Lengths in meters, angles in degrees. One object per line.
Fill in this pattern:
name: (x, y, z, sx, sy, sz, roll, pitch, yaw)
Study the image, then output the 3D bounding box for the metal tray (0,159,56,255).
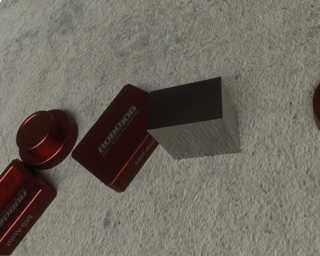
metal tray: (-0.219, 0.119, 0.439, 0.090, 0.030, 0.130, 29, 77, 37)

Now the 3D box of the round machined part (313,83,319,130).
round machined part: (0.204, -0.028, 0.303, 0.098, 0.042, 0.098, -13, 56, 20)

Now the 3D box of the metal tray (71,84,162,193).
metal tray: (-0.048, 0.010, 0.419, 0.090, 0.030, 0.130, 29, 77, 37)

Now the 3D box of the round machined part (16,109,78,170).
round machined part: (-0.180, 0.012, 0.478, 0.098, 0.042, 0.098, -13, 56, 20)

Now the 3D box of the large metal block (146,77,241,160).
large metal block: (0.041, -0.006, 0.350, 0.080, 0.080, 0.050, -9, 58, 23)
